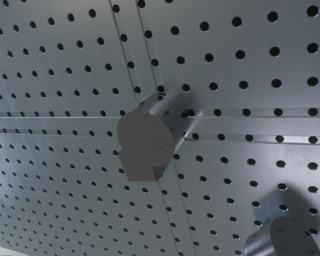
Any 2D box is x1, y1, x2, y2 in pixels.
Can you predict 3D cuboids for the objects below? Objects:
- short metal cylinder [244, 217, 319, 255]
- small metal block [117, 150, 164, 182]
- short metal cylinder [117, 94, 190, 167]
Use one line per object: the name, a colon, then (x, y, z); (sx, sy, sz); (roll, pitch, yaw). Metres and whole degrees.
short metal cylinder: (0.156, 0.161, 0.393); (0.080, 0.080, 0.050); (38, 129, 3)
small metal block: (-0.028, 0.051, 0.458); (0.050, 0.025, 0.050); (-5, 116, 30)
short metal cylinder: (-0.008, 0.003, 0.401); (0.080, 0.050, 0.079); (13, 124, 21)
